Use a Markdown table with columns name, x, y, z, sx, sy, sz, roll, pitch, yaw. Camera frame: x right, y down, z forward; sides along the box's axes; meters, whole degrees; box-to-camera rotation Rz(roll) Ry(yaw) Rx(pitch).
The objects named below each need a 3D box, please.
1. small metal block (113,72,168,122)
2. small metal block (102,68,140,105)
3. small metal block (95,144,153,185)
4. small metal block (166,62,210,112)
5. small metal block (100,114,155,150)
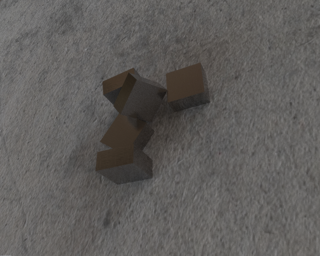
| name | x | y | z | sx | sy | sz | roll | pitch | yaw |
| --- | --- | --- | --- | --- | --- | --- | --- | --- | --- |
| small metal block | -0.026 | -0.040 | 0.412 | 0.025 | 0.050 | 0.050 | 46 | 115 | 47 |
| small metal block | -0.046 | -0.052 | 0.443 | 0.050 | 0.050 | 0.025 | -21 | 54 | 15 |
| small metal block | -0.043 | 0.046 | 0.381 | 0.050 | 0.050 | 0.025 | -14 | 56 | 20 |
| small metal block | 0.037 | -0.054 | 0.417 | 0.050 | 0.025 | 0.050 | -15 | 56 | 19 |
| small metal block | -0.044 | 0.012 | 0.418 | 0.050 | 0.025 | 0.050 | 23 | 74 | 36 |
